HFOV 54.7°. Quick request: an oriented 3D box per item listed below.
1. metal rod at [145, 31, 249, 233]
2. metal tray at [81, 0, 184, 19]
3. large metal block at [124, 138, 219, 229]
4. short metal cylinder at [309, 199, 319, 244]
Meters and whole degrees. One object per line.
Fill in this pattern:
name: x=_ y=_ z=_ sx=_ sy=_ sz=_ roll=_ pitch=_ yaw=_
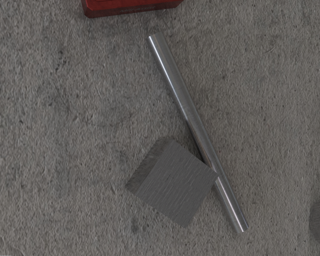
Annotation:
metal rod: x=0.055 y=0.012 z=0.429 sx=0.025 sy=0.025 sz=0.299 roll=-28 pitch=100 yaw=-18
metal tray: x=-0.039 y=-0.195 z=0.391 sx=0.131 sy=0.030 sz=0.089 roll=-15 pitch=95 yaw=-20
large metal block: x=0.015 y=0.069 z=0.401 sx=0.080 sy=0.050 sz=0.080 roll=38 pitch=78 yaw=-16
short metal cylinder: x=0.286 y=0.150 z=0.485 sx=0.050 sy=0.080 sz=0.080 roll=5 pitch=89 yaw=-20
